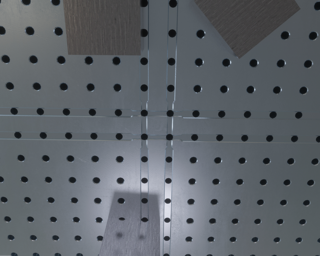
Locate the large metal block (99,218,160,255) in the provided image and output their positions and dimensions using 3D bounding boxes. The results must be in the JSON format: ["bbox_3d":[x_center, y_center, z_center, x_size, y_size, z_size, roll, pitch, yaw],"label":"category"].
[{"bbox_3d":[-0.042,0.179,0.450,0.080,0.080,0.050,5,110,-2],"label":"large metal block"}]

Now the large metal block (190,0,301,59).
[{"bbox_3d":[0.092,-0.138,0.350,0.080,0.050,0.080,-39,106,13],"label":"large metal block"}]

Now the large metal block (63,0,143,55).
[{"bbox_3d":[-0.061,-0.127,0.353,0.080,0.050,0.079,0,110,0],"label":"large metal block"}]
